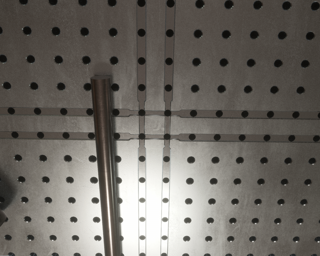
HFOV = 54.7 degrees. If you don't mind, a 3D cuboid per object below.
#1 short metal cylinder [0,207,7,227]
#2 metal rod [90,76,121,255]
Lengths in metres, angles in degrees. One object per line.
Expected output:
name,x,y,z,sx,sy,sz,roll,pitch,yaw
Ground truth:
short metal cylinder,-0.265,0.128,0.428,0.080,0.080,0.050,-25,108,8
metal rod,-0.074,0.076,0.440,0.025,0.025,0.298,0,110,0
